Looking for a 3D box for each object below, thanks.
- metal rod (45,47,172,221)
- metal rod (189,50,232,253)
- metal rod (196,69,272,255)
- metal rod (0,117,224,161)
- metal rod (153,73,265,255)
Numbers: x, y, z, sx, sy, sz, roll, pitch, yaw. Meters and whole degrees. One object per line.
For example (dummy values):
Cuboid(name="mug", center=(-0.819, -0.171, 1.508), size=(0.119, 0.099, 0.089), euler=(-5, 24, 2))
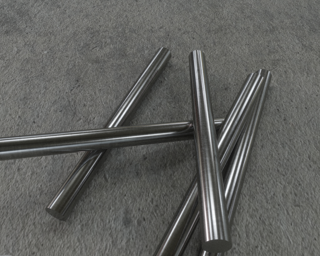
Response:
Cuboid(name="metal rod", center=(-0.051, -0.015, 0.415), size=(0.025, 0.025, 0.301), euler=(18, 52, 14))
Cuboid(name="metal rod", center=(0.052, -0.005, 0.365), size=(0.025, 0.025, 0.300), euler=(1, 43, 1))
Cuboid(name="metal rod", center=(0.100, 0.027, 0.380), size=(0.025, 0.025, 0.301), euler=(17, 52, 14))
Cuboid(name="metal rod", center=(-0.061, 0.012, 0.361), size=(0.302, 0.025, 0.025), euler=(-5, 50, -17))
Cuboid(name="metal rod", center=(0.059, 0.043, 0.349), size=(0.025, 0.025, 0.301), euler=(23, 59, 18))
